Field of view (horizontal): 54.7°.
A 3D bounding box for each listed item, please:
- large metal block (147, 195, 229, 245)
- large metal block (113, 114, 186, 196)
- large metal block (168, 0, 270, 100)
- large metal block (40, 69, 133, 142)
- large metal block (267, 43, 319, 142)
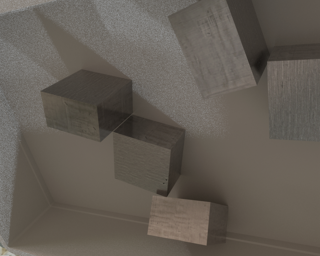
[{"bbox_3d":[0.041,0.125,0.421,0.080,0.080,0.050,0,74,28],"label":"large metal block"},{"bbox_3d":[-0.015,0.037,0.423,0.080,0.050,0.079,16,125,19],"label":"large metal block"},{"bbox_3d":[0.060,-0.084,0.290,0.050,0.080,0.080,-14,111,34],"label":"large metal block"},{"bbox_3d":[-0.090,-0.032,0.401,0.080,0.080,0.050,15,124,20],"label":"large metal block"},{"bbox_3d":[0.148,-0.034,0.293,0.080,0.050,0.080,3,120,27],"label":"large metal block"}]
